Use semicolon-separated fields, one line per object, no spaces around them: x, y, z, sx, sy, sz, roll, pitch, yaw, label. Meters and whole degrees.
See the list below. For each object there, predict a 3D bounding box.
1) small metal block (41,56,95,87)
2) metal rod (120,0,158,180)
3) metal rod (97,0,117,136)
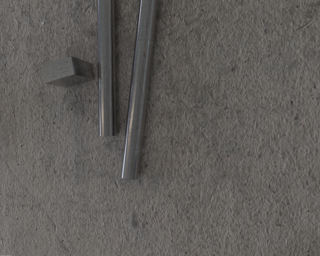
-0.130;-0.078;0.442;0.050;0.050;0.025;-12;86;19;small metal block
-0.025;-0.080;0.417;0.025;0.025;0.298;7;92;20;metal rod
-0.076;-0.138;0.435;0.025;0.025;0.298;-1;90;20;metal rod
